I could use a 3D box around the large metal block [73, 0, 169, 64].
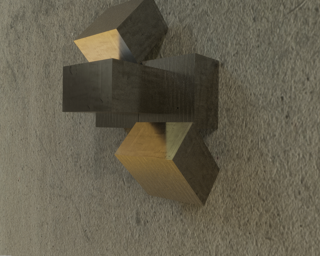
[{"bbox_3d":[-0.049,-0.122,0.401,0.080,0.050,0.080,1,47,40],"label":"large metal block"}]

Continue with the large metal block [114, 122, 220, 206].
[{"bbox_3d":[0.010,0.039,0.353,0.080,0.080,0.050,1,47,39],"label":"large metal block"}]

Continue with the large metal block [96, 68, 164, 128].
[{"bbox_3d":[-0.041,-0.040,0.420,0.080,0.050,0.079,1,91,39],"label":"large metal block"}]

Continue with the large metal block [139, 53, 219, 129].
[{"bbox_3d":[0.021,-0.040,0.369,0.080,0.050,0.079,1,91,39],"label":"large metal block"}]

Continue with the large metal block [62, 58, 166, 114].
[{"bbox_3d":[-0.050,-0.042,0.345,0.080,0.081,0.050,2,91,39],"label":"large metal block"}]
